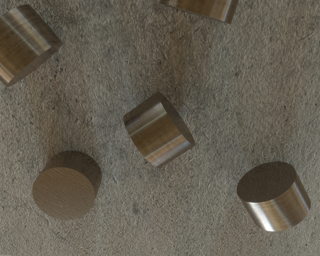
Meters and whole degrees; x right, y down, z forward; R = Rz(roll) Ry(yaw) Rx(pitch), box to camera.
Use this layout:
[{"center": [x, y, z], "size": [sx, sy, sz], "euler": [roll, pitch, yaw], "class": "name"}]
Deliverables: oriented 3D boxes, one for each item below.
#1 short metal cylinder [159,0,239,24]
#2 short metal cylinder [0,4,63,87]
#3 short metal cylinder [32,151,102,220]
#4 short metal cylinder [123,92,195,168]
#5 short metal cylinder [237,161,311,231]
[{"center": [0.045, -0.146, 0.327], "size": [0.080, 0.080, 0.050], "euler": [15, 110, -6], "class": "short metal cylinder"}, {"center": [-0.157, -0.091, 0.346], "size": [0.080, 0.080, 0.050], "euler": [-36, 106, 12], "class": "short metal cylinder"}, {"center": [-0.124, 0.077, 0.424], "size": [0.081, 0.050, 0.079], "euler": [0, 110, 0], "class": "short metal cylinder"}, {"center": [0.000, 0.002, 0.381], "size": [0.050, 0.080, 0.080], "euler": [-34, 107, 12], "class": "short metal cylinder"}, {"center": [0.151, 0.090, 0.415], "size": [0.080, 0.080, 0.050], "euler": [-29, 108, 10], "class": "short metal cylinder"}]
